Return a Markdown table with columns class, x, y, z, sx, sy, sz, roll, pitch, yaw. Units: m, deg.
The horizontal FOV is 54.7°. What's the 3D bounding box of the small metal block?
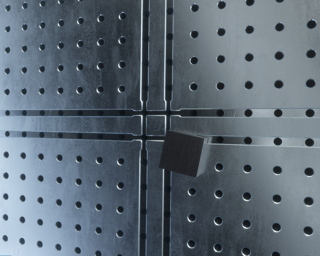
| class | x | y | z | sx | sy | sz | roll | pitch | yaw |
| --- | --- | --- | --- | --- | --- | --- | --- | --- | --- |
| small metal block | 0.031 | 0.032 | 0.401 | 0.050 | 0.025 | 0.050 | 12 | 94 | 19 |
